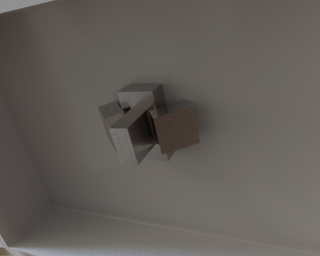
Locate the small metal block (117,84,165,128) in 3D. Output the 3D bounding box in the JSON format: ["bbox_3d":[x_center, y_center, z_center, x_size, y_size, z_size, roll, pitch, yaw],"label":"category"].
[{"bbox_3d":[-0.022,-0.028,0.399,0.050,0.025,0.050,2,120,26],"label":"small metal block"}]

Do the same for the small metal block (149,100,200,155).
[{"bbox_3d":[0.018,-0.001,0.381,0.050,0.025,0.050,-17,117,-8],"label":"small metal block"}]

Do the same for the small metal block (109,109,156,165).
[{"bbox_3d":[-0.032,0.010,0.380,0.025,0.050,0.050,0,119,27],"label":"small metal block"}]

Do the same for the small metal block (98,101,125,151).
[{"bbox_3d":[-0.060,-0.003,0.419,0.050,0.025,0.050,-137,29,-60],"label":"small metal block"}]

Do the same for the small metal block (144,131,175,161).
[{"bbox_3d":[-0.011,0.016,0.421,0.050,0.025,0.050,3,120,27],"label":"small metal block"}]
